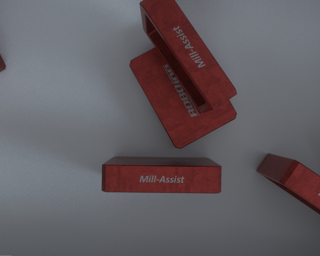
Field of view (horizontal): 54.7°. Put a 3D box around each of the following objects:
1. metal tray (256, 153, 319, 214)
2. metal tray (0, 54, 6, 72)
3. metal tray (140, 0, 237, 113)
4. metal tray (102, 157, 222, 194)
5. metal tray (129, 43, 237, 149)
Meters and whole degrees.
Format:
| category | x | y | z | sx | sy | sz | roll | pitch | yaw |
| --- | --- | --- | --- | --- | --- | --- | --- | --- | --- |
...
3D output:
| category | x | y | z | sx | sy | sz | roll | pitch | yaw |
| --- | --- | --- | --- | --- | --- | --- | --- | --- | --- |
| metal tray | 0.193 | 0.083 | 0.381 | 0.130 | 0.090 | 0.030 | 34 | 90 | -1 |
| metal tray | -0.247 | -0.108 | 0.354 | 0.030 | 0.130 | 0.090 | -26 | 90 | 9 |
| metal tray | 0.028 | -0.079 | 0.348 | 0.030 | 0.090 | 0.130 | -35 | 90 | 0 |
| metal tray | 0.002 | 0.055 | 0.379 | 0.131 | 0.090 | 0.030 | 1 | 90 | -1 |
| metal tray | 0.030 | -0.049 | 0.409 | 0.090 | 0.030 | 0.130 | -29 | 90 | -1 |
